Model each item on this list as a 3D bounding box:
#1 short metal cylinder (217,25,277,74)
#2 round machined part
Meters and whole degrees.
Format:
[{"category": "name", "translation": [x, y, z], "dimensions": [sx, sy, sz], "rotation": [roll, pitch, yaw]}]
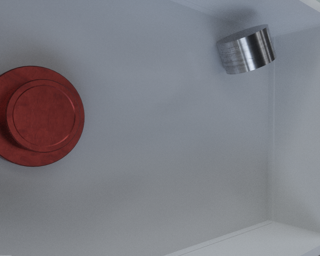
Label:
[{"category": "short metal cylinder", "translation": [0.136, -0.124, 0.487], "dimensions": [0.081, 0.080, 0.050], "rotation": [-36, 113, -34]}, {"category": "round machined part", "translation": [-0.117, -0.011, 0.298], "dimensions": [0.099, 0.042, 0.097], "rotation": [0, 90, -40]}]
